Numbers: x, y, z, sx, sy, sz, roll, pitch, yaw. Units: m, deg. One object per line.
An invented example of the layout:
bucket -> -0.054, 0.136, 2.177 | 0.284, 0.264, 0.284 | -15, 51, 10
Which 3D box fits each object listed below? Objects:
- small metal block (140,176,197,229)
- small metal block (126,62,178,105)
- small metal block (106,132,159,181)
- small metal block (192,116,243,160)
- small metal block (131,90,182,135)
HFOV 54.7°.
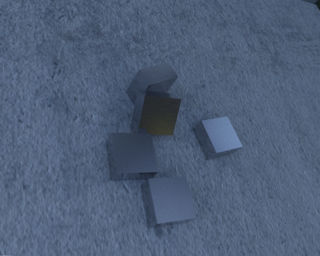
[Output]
small metal block -> 0.009, 0.085, 0.358 | 0.050, 0.025, 0.050 | 1, 61, -28
small metal block -> -0.011, -0.059, 0.419 | 0.050, 0.050, 0.025 | -22, 74, -36
small metal block -> -0.034, 0.034, 0.366 | 0.050, 0.025, 0.050 | 2, 61, -27
small metal block -> 0.082, 0.014, 0.441 | 0.050, 0.025, 0.050 | -9, 67, -33
small metal block -> -0.006, -0.019, 0.395 | 0.050, 0.050, 0.025 | 3, 20, -27
